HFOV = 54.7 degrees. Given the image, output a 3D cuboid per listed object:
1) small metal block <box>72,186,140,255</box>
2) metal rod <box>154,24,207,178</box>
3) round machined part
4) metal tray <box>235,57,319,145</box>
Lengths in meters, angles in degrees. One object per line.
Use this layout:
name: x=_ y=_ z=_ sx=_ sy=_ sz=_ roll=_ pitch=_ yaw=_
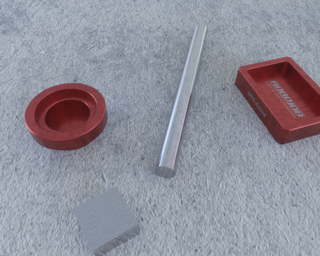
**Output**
small metal block: x=-0.055 y=0.097 z=0.321 sx=0.050 sy=0.025 sz=0.050 roll=-26 pitch=55 yaw=-20
metal rod: x=0.039 y=-0.060 z=0.454 sx=0.025 sy=0.025 sz=0.300 roll=10 pitch=51 yaw=8
round machined part: x=-0.117 y=-0.010 z=0.399 sx=0.099 sy=0.042 sz=0.098 roll=0 pitch=50 yaw=0
metal tray: x=0.177 y=-0.044 z=0.439 sx=0.091 sy=0.030 sz=0.130 roll=-14 pitch=52 yaw=-12
